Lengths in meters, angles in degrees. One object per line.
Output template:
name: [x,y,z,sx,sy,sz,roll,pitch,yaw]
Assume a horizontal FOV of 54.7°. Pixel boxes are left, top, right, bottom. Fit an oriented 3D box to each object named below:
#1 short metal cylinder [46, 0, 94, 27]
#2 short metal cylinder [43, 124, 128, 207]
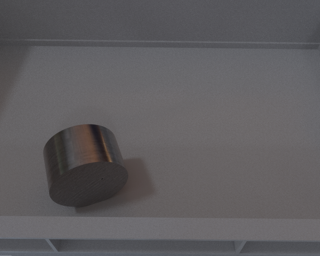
short metal cylinder: [-0.163,-0.234,0.567,0.081,0.080,0.050,-4,50,-4]
short metal cylinder: [-0.080,0.041,0.334,0.081,0.080,0.050,-16,52,-13]
